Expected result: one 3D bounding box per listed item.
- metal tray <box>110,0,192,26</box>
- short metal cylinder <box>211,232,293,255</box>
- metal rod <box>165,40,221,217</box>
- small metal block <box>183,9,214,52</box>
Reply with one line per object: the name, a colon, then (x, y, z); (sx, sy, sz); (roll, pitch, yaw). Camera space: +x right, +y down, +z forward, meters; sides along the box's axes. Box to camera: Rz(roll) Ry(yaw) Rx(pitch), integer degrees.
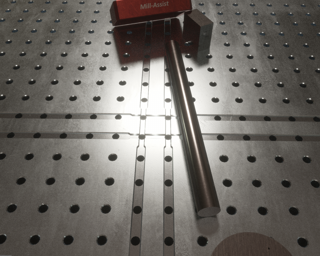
metal tray: (-0.019, -0.210, 0.548); (0.131, 0.030, 0.090); (-12, 14, -11)
short metal cylinder: (0.079, 0.141, 0.274); (0.081, 0.050, 0.080); (0, 50, 0)
metal rod: (0.037, -0.024, 0.428); (0.025, 0.025, 0.300); (-5, 50, -4)
small metal block: (0.064, -0.168, 0.534); (0.025, 0.050, 0.050); (-23, 54, -18)
